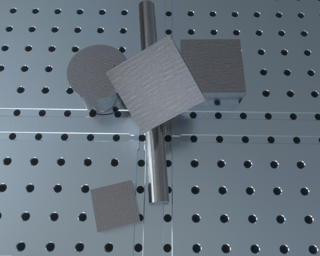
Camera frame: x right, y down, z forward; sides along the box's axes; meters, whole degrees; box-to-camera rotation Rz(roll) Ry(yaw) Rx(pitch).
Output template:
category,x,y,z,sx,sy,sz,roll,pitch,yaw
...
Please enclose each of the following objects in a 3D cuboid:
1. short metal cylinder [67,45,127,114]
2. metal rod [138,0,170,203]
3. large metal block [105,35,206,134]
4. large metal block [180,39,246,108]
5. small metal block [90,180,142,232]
category,x,y,z,sx,sy,sz,roll,pitch,yaw
short metal cylinder,-0.079,-0.065,0.421,0.081,0.050,0.080,0,70,0
metal rod,-0.011,-0.049,0.429,0.025,0.025,0.299,-3,70,-2
large metal block,-0.003,-0.052,0.363,0.080,0.050,0.080,-29,100,11
large metal block,0.068,-0.074,0.426,0.081,0.050,0.080,0,70,-1
small metal block,-0.053,0.095,0.376,0.050,0.025,0.050,-13,71,-5
